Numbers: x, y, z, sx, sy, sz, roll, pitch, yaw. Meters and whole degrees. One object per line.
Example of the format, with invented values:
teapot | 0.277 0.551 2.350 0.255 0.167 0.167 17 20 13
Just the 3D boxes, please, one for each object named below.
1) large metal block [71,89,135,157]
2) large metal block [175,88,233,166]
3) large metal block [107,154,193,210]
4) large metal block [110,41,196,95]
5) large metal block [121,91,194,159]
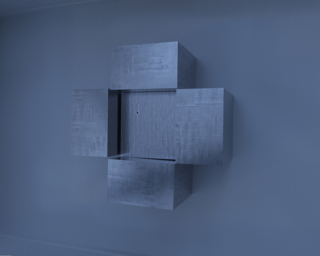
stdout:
large metal block | -0.070 -0.007 0.405 0.050 0.080 0.080 1 90 20
large metal block | 0.054 -0.002 0.361 0.050 0.080 0.080 1 90 20
large metal block | -0.009 0.062 0.383 0.080 0.080 0.050 2 91 20
large metal block | -0.005 -0.068 0.381 0.080 0.080 0.050 1 91 20
large metal block | -0.002 -0.004 0.395 0.080 0.050 0.080 1 90 20
